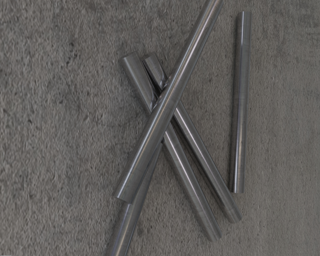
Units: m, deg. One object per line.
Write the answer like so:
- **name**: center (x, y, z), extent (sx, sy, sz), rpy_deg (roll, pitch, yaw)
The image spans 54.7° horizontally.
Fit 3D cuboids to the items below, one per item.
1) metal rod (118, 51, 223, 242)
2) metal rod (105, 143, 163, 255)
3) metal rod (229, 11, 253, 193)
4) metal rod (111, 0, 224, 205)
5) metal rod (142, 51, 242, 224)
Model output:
- **metal rod**: center (0.022, 0.039, 0.423), extent (0.025, 0.025, 0.299), rpy_deg (-40, 114, -33)
- **metal rod**: center (-0.053, 0.156, 0.360), extent (0.025, 0.025, 0.299), rpy_deg (29, 72, -36)
- **metal rod**: center (0.135, -0.043, 0.517), extent (0.025, 0.025, 0.298), rpy_deg (6, 87, -40)
- **metal rod**: center (0.018, -0.050, 0.385), extent (0.025, 0.025, 0.300), rpy_deg (39, 66, -33)
- **metal rod**: center (0.053, 0.028, 0.448), extent (0.025, 0.025, 0.299), rpy_deg (-45, 117, -31)
